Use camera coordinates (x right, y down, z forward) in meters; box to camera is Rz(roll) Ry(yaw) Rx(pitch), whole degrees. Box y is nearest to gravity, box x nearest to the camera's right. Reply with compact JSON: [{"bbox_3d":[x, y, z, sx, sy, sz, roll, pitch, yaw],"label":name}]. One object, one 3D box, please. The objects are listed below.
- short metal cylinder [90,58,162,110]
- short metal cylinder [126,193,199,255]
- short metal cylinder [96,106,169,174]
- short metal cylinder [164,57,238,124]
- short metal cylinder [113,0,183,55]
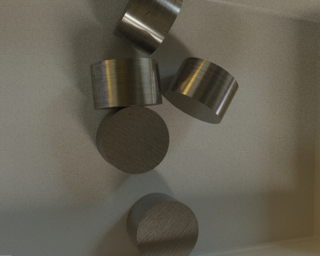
[{"bbox_3d":[-0.039,-0.050,0.367,0.081,0.080,0.050,-6,92,-20],"label":"short metal cylinder"},{"bbox_3d":[0.002,0.128,0.398,0.081,0.050,0.080,0,90,-20],"label":"short metal cylinder"},{"bbox_3d":[-0.035,0.014,0.384,0.081,0.050,0.080,0,91,-20],"label":"short metal cylinder"},{"bbox_3d":[0.053,-0.047,0.401,0.080,0.080,0.050,32,80,-17],"label":"short metal cylinder"},{"bbox_3d":[-0.016,-0.136,0.375,0.050,0.080,0.080,28,81,-18],"label":"short metal cylinder"}]
